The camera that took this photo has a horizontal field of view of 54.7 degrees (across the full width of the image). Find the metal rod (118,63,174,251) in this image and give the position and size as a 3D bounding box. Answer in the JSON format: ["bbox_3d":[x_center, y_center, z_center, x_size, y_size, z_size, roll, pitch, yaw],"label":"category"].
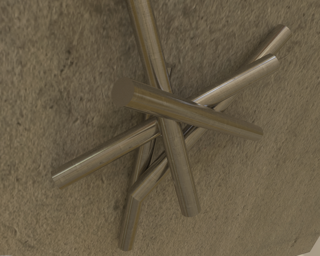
[{"bbox_3d":[-0.025,0.056,0.428,0.025,0.025,0.298,-2,120,-28],"label":"metal rod"}]

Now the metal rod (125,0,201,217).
[{"bbox_3d":[0.003,-0.033,0.336,0.025,0.025,0.298,-21,110,-17],"label":"metal rod"}]

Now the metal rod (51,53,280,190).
[{"bbox_3d":[0.013,-0.012,0.374,0.301,0.025,0.025,-29,129,-8],"label":"metal rod"}]

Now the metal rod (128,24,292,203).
[{"bbox_3d":[0.068,-0.021,0.414,0.300,0.025,0.025,-48,130,-2],"label":"metal rod"}]

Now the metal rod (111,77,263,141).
[{"bbox_3d":[0.060,-0.010,0.369,0.302,0.025,0.025,12,114,-52],"label":"metal rod"}]
